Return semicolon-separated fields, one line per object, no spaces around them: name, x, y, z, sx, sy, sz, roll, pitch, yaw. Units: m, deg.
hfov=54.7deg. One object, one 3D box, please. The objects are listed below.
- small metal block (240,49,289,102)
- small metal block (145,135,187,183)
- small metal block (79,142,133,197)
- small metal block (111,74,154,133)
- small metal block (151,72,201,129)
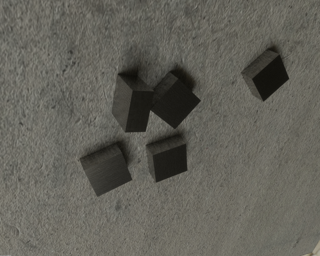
small metal block;0.151;-0.075;0.443;0.050;0.025;0.050;-42;130;1
small metal block;0.010;0.043;0.439;0.050;0.025;0.050;-18;126;-18
small metal block;-0.069;0.054;0.402;0.050;0.025;0.050;-25;128;-13
small metal block;-0.033;-0.029;0.355;0.025;0.050;0.050;-1;119;-28
small metal block;0.015;-0.034;0.394;0.050;0.025;0.050;-48;129;6
